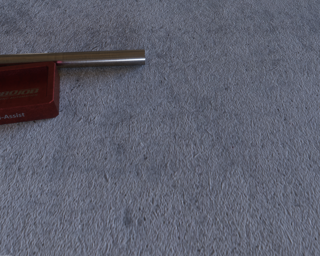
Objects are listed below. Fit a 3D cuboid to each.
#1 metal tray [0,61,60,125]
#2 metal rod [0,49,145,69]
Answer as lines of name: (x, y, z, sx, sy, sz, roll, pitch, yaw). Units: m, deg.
metal tray: (-0.213, -0.049, 0.438, 0.131, 0.030, 0.090, -8, 51, -7)
metal rod: (-0.175, -0.107, 0.491, 0.302, 0.025, 0.025, -3, 50, -3)
